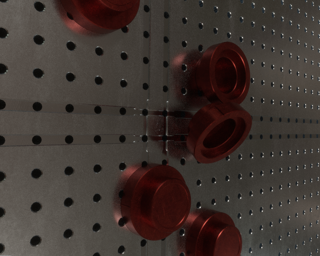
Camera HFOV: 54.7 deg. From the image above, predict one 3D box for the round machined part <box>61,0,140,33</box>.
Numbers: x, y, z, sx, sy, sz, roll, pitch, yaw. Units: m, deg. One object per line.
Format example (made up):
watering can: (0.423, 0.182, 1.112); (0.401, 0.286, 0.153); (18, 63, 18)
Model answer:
round machined part: (-0.061, -0.161, 0.348); (0.099, 0.042, 0.097); (0, 90, -40)

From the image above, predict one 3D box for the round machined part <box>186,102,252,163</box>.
round machined part: (0.080, 0.002, 0.447); (0.099, 0.042, 0.097); (-21, 138, -19)

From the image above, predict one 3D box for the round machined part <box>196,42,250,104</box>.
round machined part: (0.094, -0.080, 0.479); (0.099, 0.042, 0.097); (0, 90, -40)

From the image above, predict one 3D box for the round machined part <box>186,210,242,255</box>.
round machined part: (0.089, 0.180, 0.476); (0.099, 0.042, 0.097); (0, 91, -40)

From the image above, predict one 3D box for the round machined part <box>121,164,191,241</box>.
round machined part: (0.002, 0.097, 0.402); (0.099, 0.042, 0.097); (0, 90, -40)
